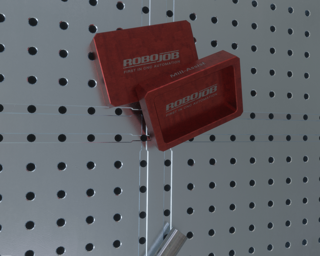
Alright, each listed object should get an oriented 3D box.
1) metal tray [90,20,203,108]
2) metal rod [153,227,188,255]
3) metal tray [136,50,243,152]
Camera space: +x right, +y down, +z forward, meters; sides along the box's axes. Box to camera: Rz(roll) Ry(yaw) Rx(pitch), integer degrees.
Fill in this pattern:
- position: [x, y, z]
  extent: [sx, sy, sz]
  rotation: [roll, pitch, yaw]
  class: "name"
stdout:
- position: [-0.015, -0.084, 0.404]
  extent: [0.131, 0.030, 0.089]
  rotation: [-15, 95, -20]
  class: "metal tray"
- position: [-0.060, 0.260, 0.390]
  extent: [0.025, 0.025, 0.300]
  rotation: [40, 77, -16]
  class: "metal rod"
- position: [0.043, -0.035, 0.399]
  extent: [0.131, 0.030, 0.090]
  rotation: [-24, 126, -14]
  class: "metal tray"
